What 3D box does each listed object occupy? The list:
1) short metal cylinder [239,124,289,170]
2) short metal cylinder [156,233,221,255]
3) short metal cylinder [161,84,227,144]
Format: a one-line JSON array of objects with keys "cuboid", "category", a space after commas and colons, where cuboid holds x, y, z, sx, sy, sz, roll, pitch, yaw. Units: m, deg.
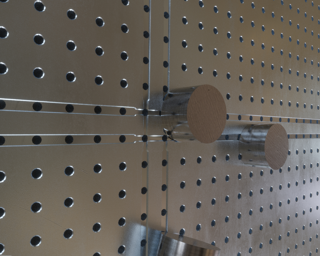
[{"cuboid": [0.186, 0.032, 0.552, 0.081, 0.050, 0.079, 0, 90, -41], "category": "short metal cylinder"}, {"cuboid": [0.034, 0.173, 0.405, 0.080, 0.080, 0.050, 25, 75, -38], "category": "short metal cylinder"}, {"cuboid": [0.048, -0.019, 0.436, 0.081, 0.050, 0.079, 0, 90, -40], "category": "short metal cylinder"}]
